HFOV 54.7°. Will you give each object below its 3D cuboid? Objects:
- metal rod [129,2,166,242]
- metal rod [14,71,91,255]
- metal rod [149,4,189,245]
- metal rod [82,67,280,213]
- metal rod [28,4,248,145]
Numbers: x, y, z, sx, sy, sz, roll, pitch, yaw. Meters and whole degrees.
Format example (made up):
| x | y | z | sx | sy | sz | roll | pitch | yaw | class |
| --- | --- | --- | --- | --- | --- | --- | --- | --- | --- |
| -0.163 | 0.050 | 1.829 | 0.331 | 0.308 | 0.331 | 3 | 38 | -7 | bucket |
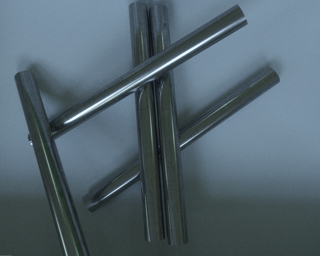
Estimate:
| x | y | z | sx | sy | sz | roll | pitch | yaw | class |
| --- | --- | --- | --- | --- | --- | --- | --- | --- | --- |
| -0.017 | -0.014 | 0.392 | 0.025 | 0.025 | 0.298 | -4 | 83 | -1 | metal rod |
| -0.120 | 0.056 | 0.351 | 0.025 | 0.025 | 0.299 | -26 | 66 | 0 | metal rod |
| 0.010 | -0.011 | 0.390 | 0.025 | 0.025 | 0.298 | -5 | 82 | -1 | metal rod |
| 0.028 | 0.016 | 0.411 | 0.301 | 0.025 | 0.025 | -35 | 90 | -1 | metal rod |
| -0.037 | -0.054 | 0.375 | 0.300 | 0.025 | 0.025 | -29 | 91 | 13 | metal rod |
